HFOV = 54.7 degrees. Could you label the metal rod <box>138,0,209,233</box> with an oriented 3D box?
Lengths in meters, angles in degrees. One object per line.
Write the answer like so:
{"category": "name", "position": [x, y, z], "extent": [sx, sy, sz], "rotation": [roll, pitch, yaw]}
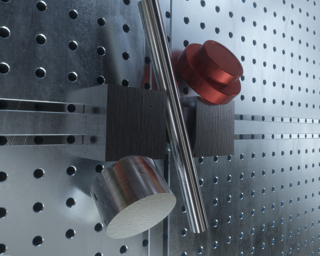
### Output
{"category": "metal rod", "position": [0.020, -0.007, 0.392], "extent": [0.025, 0.025, 0.298], "rotation": [-22, 104, -38]}

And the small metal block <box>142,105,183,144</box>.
{"category": "small metal block", "position": [0.003, -0.004, 0.413], "extent": [0.050, 0.025, 0.050], "rotation": [1, 90, -40]}

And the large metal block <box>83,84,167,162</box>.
{"category": "large metal block", "position": [-0.040, -0.004, 0.360], "extent": [0.081, 0.050, 0.080], "rotation": [3, 89, -40]}

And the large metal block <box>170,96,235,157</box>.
{"category": "large metal block", "position": [0.062, -0.001, 0.446], "extent": [0.081, 0.050, 0.080], "rotation": [1, 89, -40]}

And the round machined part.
{"category": "round machined part", "position": [0.076, -0.083, 0.430], "extent": [0.099, 0.042, 0.098], "rotation": [23, 43, -23]}

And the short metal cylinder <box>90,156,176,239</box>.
{"category": "short metal cylinder", "position": [-0.030, 0.077, 0.341], "extent": [0.081, 0.050, 0.080], "rotation": [-21, 143, -17]}
